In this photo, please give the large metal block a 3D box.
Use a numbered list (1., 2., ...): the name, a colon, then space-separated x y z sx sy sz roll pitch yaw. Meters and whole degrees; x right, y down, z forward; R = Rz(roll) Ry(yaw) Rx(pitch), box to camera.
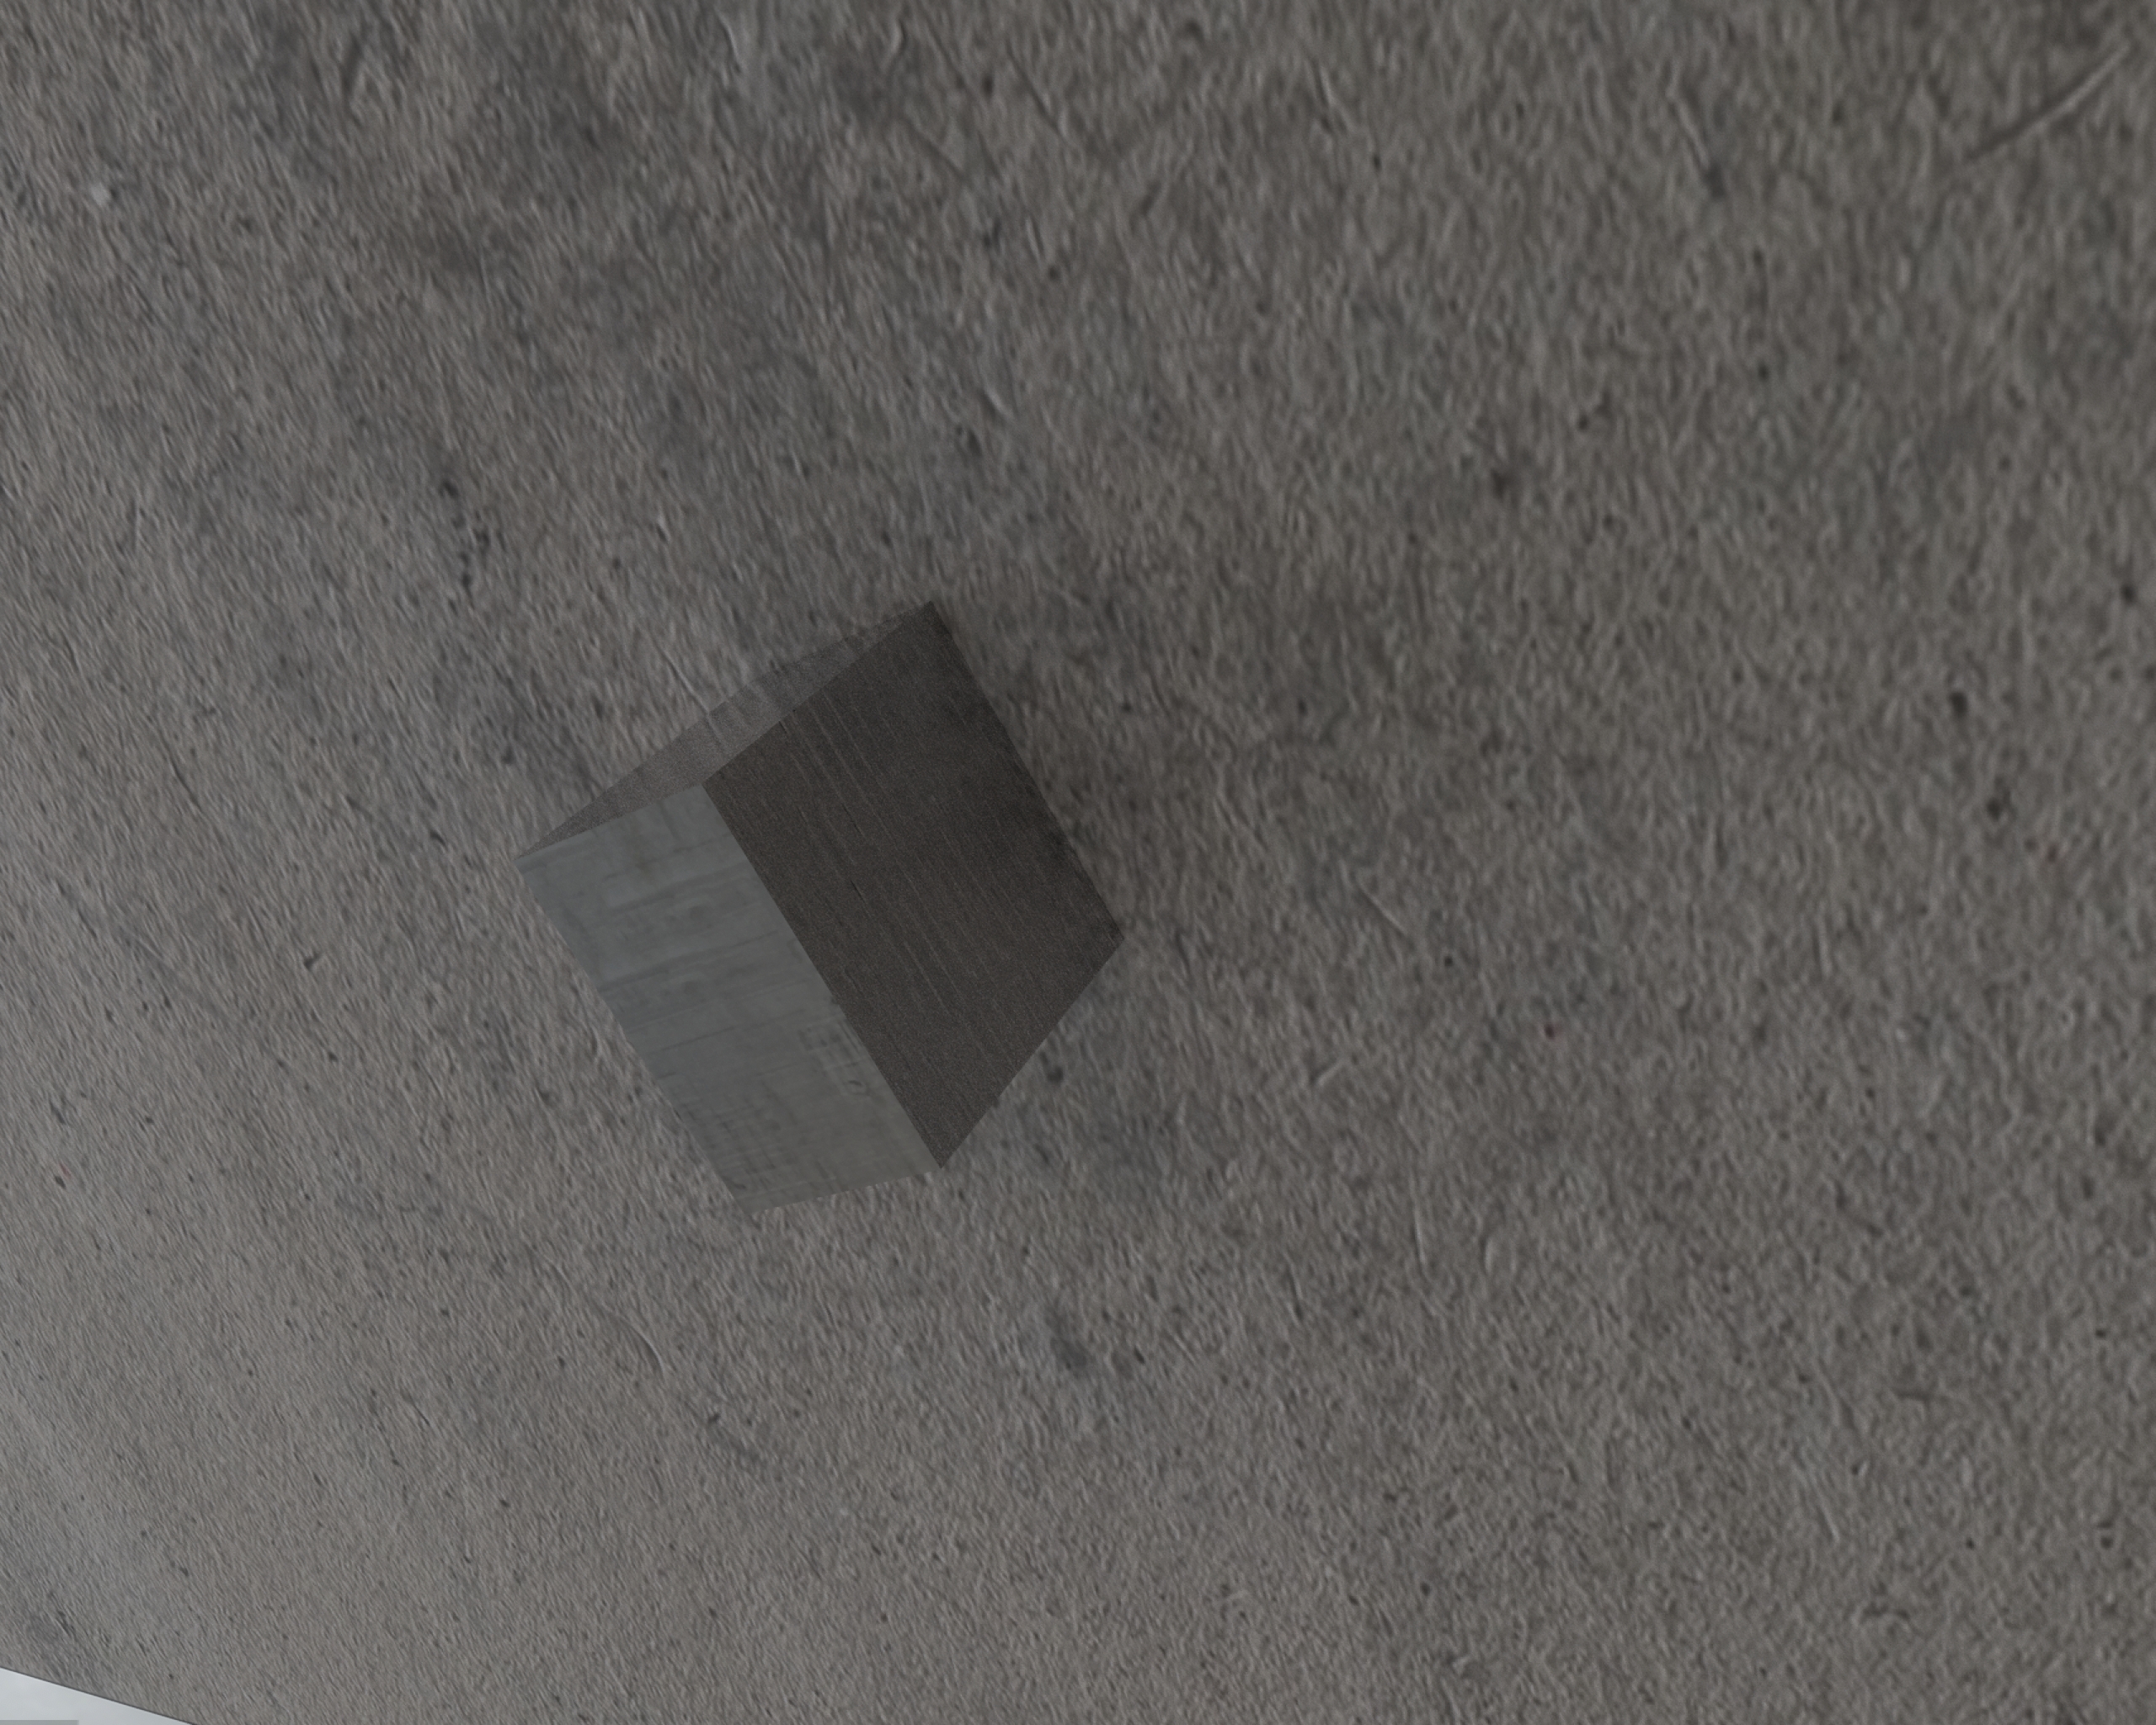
1. large metal block: -0.046 0.008 0.401 0.050 0.080 0.080 -18 109 35
